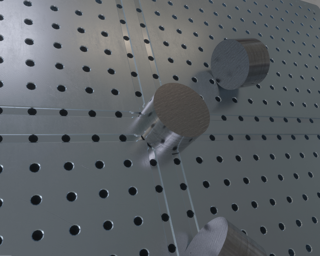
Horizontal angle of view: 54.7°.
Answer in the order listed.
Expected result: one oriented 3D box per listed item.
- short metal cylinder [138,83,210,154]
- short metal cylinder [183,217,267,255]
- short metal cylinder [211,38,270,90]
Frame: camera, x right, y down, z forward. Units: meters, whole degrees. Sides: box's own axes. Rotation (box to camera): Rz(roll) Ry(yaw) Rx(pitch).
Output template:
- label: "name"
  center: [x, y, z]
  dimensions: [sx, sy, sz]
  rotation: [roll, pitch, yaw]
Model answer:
- label: "short metal cylinder"
  center: [0.018, -0.013, 0.409]
  dimensions: [0.081, 0.050, 0.080]
  rotation: [14, 56, -21]
- label: "short metal cylinder"
  center: [0.063, 0.141, 0.321]
  dimensions: [0.050, 0.080, 0.080]
  rotation: [39, 51, -3]
- label: "short metal cylinder"
  center: [0.130, -0.105, 0.507]
  dimensions: [0.050, 0.080, 0.080]
  rotation: [-14, 69, -34]
